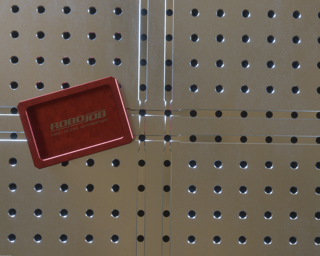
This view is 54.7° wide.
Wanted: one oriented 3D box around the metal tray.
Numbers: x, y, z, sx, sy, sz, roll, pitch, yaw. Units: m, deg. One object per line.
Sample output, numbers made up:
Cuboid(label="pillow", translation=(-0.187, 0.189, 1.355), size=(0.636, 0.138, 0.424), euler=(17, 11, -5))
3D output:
Cuboid(label="metal tray", translation=(-0.108, -0.007, 0.409), size=(0.131, 0.030, 0.090), euler=(-16, 90, -1))
